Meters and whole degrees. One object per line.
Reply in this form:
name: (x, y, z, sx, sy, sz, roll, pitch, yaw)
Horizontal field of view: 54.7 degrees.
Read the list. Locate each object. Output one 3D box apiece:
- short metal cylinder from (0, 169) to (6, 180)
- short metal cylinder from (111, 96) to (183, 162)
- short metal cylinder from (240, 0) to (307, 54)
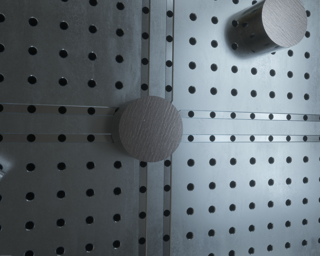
short metal cylinder: (-0.203, 0.064, 0.308, 0.050, 0.080, 0.080, 38, 78, -16)
short metal cylinder: (-0.018, 0.001, 0.393, 0.081, 0.050, 0.079, 0, 90, -20)
short metal cylinder: (0.169, -0.155, 0.461, 0.081, 0.050, 0.079, 0, 90, -20)
